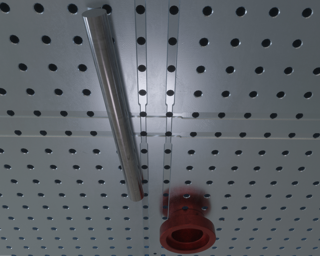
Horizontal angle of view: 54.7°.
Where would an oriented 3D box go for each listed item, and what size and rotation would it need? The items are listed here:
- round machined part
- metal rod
[{"bbox_3d":[0.049,0.183,0.557,0.099,0.042,0.097,0,130,0],"label":"round machined part"},{"bbox_3d":[-0.052,-0.003,0.408,0.025,0.025,0.298,-4,130,3],"label":"metal rod"}]
